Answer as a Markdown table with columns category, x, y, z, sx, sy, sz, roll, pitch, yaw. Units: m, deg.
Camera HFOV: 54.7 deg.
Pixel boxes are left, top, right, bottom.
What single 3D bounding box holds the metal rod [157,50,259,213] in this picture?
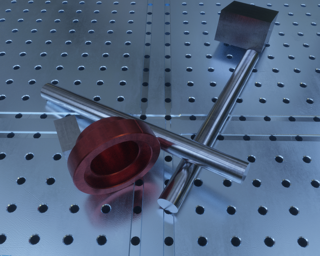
| category | x | y | z | sx | sy | sz | roll | pitch | yaw |
| --- | --- | --- | --- | --- | --- | --- | --- | --- | --- |
| metal rod | 0.079 | -0.017 | 0.422 | 0.025 | 0.025 | 0.301 | 22 | 53 | 17 |

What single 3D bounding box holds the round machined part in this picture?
| category | x | y | z | sx | sy | sz | roll | pitch | yaw |
| --- | --- | --- | --- | --- | --- | --- | --- | --- | --- |
| round machined part | -0.052 | 0.025 | 0.338 | 0.099 | 0.097 | 0.042 | -22 | 54 | -18 |

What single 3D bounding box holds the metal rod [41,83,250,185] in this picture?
| category | x | y | z | sx | sy | sz | roll | pitch | yaw |
| --- | --- | --- | --- | --- | --- | --- | --- | --- | --- |
| metal rod | -0.037 | -0.003 | 0.388 | 0.301 | 0.025 | 0.025 | 22 | 53 | 25 |

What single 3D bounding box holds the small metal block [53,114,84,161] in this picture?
| category | x | y | z | sx | sy | sz | roll | pitch | yaw |
| --- | --- | --- | --- | --- | --- | --- | --- | --- | --- |
| small metal block | -0.104 | 0.021 | 0.372 | 0.025 | 0.050 | 0.050 | -19 | 53 | -14 |

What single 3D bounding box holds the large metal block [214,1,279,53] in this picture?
| category | x | y | z | sx | sy | sz | roll | pitch | yaw |
| --- | --- | --- | --- | --- | --- | --- | --- | --- | --- |
| large metal block | 0.148 | -0.175 | 0.528 | 0.080 | 0.050 | 0.080 | 22 | 39 | 17 |
